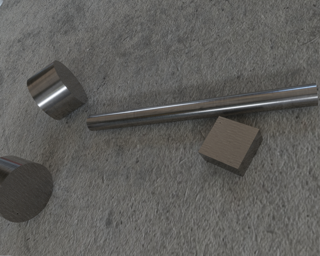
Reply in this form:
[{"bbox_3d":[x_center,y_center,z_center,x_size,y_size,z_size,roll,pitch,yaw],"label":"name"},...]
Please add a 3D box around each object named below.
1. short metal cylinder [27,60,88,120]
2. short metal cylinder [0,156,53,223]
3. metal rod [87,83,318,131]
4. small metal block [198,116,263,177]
[{"bbox_3d":[-0.160,-0.059,0.489,0.050,0.080,0.080,-33,52,7],"label":"short metal cylinder"},{"bbox_3d":[-0.196,0.081,0.421,0.050,0.080,0.080,10,67,32],"label":"short metal cylinder"},{"bbox_3d":[0.035,-0.022,0.399,0.300,0.025,0.025,-6,59,25],"label":"metal rod"},{"bbox_3d":[0.080,0.020,0.350,0.050,0.025,0.050,22,74,36],"label":"small metal block"}]
